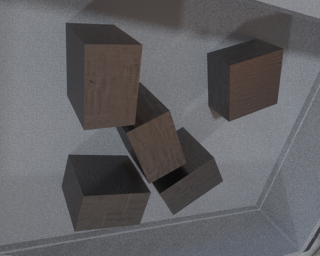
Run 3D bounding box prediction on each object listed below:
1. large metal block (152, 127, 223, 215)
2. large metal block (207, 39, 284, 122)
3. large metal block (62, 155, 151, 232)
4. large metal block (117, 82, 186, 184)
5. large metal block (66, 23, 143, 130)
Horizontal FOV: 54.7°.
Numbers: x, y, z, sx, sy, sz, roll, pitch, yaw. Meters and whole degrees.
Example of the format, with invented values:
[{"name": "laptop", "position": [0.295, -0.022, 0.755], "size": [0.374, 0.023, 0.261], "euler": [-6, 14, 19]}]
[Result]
[{"name": "large metal block", "position": [0.025, 0.056, 0.423], "size": [0.080, 0.080, 0.050], "euler": [-33, 129, -7]}, {"name": "large metal block", "position": [0.112, -0.065, 0.415], "size": [0.081, 0.050, 0.079], "euler": [-20, 126, -17]}, {"name": "large metal block", "position": [-0.069, 0.076, 0.384], "size": [0.081, 0.080, 0.050], "euler": [4, 116, -31]}, {"name": "large metal block", "position": [-0.018, 0.004, 0.367], "size": [0.050, 0.080, 0.080], "euler": [-28, 128, -11]}, {"name": "large metal block", "position": [-0.060, -0.054, 0.308], "size": [0.050, 0.080, 0.079], "euler": [-7, 122, -25]}]
